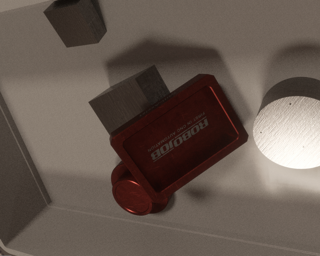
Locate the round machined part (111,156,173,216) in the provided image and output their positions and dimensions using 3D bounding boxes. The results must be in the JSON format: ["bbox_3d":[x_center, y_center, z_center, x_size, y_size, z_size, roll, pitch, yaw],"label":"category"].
[{"bbox_3d":[-0.033,0.094,0.472,0.098,0.042,0.097,13,124,20],"label":"round machined part"}]

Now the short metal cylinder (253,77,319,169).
[{"bbox_3d":[0.140,-0.006,0.315,0.080,0.050,0.079,13,124,20],"label":"short metal cylinder"}]

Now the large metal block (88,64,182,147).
[{"bbox_3d":[-0.028,-0.022,0.393,0.080,0.050,0.080,-20,108,35],"label":"large metal block"}]

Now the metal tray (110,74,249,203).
[{"bbox_3d":[0.022,0.010,0.346,0.130,0.030,0.090,-34,105,-4],"label":"metal tray"}]

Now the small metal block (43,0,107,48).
[{"bbox_3d":[-0.101,-0.127,0.371,0.050,0.025,0.050,1,139,27],"label":"small metal block"}]
